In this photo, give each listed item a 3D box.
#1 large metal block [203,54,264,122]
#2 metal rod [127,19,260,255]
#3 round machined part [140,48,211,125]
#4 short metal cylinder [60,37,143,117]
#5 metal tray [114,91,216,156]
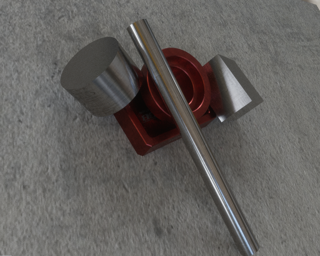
[{"bbox_3d":[0.102,-0.058,0.460,0.080,0.050,0.080,58,27,13],"label":"large metal block"},{"bbox_3d":[0.041,0.015,0.364,0.025,0.025,0.299,-31,96,-38],"label":"metal rod"},{"bbox_3d":[0.016,-0.051,0.404,0.099,0.042,0.098,10,72,-31],"label":"round machined part"},{"bbox_3d":[-0.068,-0.060,0.363,0.050,0.080,0.080,50,39,-42],"label":"short metal cylinder"},{"bbox_3d":[0.006,-0.027,0.423,0.131,0.030,0.090,-23,74,-36],"label":"metal tray"}]
